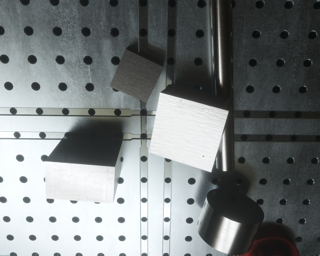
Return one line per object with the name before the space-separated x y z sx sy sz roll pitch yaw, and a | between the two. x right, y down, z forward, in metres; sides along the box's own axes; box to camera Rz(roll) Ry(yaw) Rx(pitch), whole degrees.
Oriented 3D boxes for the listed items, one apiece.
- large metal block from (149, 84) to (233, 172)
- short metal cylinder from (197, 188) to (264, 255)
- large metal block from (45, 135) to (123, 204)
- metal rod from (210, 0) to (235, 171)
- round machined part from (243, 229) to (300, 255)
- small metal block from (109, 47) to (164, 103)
large metal block | 0.038 -0.002 0.385 0.080 0.050 0.079 17 114 13
short metal cylinder | 0.097 0.128 0.432 0.081 0.080 0.050 13 110 -5
large metal block | -0.094 0.051 0.402 0.081 0.080 0.050 5 110 -2
metal rod | 0.077 -0.085 0.382 0.025 0.025 0.298 -5 110 2
round machined part | 0.169 0.210 0.483 0.099 0.042 0.097 0 110 0
small metal block | -0.029 -0.067 0.389 0.050 0.025 0.050 24 108 -9
